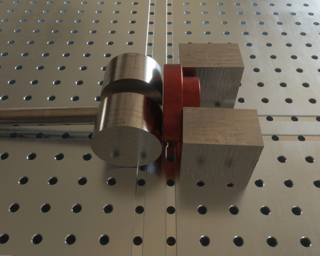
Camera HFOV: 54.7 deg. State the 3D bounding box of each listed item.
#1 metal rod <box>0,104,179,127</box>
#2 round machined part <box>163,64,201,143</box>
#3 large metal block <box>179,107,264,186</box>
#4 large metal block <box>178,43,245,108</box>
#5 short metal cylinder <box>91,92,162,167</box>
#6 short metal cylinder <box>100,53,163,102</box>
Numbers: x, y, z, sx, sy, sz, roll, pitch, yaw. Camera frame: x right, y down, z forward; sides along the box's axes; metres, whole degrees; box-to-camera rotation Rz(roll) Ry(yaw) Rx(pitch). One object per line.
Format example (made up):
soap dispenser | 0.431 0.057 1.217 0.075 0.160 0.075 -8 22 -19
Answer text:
metal rod | -0.119 -0.016 0.405 0.302 0.025 0.025 -1 50 4
round machined part | 0.026 -0.030 0.385 0.042 0.097 0.098 1 50 1
large metal block | 0.064 0.023 0.354 0.080 0.080 0.050 2 50 2
large metal block | 0.065 -0.069 0.431 0.081 0.080 0.050 0 50 0
short metal cylinder | -0.037 0.004 0.367 0.080 0.080 0.050 1 51 1
short metal cylinder | -0.036 -0.053 0.416 0.080 0.080 0.050 1 51 0
